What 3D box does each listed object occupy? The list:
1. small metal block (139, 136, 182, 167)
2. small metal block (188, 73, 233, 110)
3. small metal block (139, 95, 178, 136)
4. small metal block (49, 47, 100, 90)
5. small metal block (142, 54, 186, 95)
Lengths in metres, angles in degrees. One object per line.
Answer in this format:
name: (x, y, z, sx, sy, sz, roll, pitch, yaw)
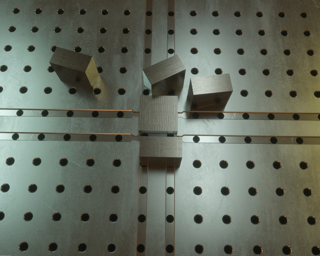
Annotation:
small metal block: (0.001, 0.030, 0.388, 0.050, 0.050, 0.025, 1, 70, 0)
small metal block: (0.066, -0.047, 0.416, 0.050, 0.050, 0.025, -6, 70, -2)
small metal block: (-0.002, -0.016, 0.418, 0.050, 0.025, 0.050, 1, 70, 0)
small metal block: (-0.116, -0.081, 0.428, 0.050, 0.050, 0.025, 16, 71, 6)
small metal block: (0.006, -0.067, 0.423, 0.050, 0.050, 0.025, -26, 72, -9)
